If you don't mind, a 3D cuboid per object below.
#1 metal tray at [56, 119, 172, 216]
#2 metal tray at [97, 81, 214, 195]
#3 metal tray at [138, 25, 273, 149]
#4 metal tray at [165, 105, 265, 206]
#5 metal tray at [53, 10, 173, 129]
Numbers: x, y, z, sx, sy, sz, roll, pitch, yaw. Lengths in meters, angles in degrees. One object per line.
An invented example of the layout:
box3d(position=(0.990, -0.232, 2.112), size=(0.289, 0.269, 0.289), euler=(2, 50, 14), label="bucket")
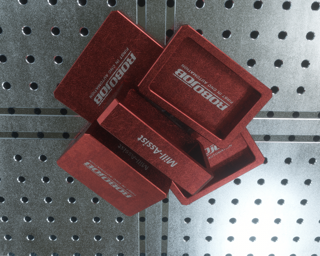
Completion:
box3d(position=(-0.061, 0.058, 0.411), size=(0.130, 0.030, 0.090), euler=(40, 130, -14), label="metal tray")
box3d(position=(-0.003, 0.008, 0.349), size=(0.130, 0.090, 0.030), euler=(39, 105, -14), label="metal tray")
box3d(position=(0.051, -0.046, 0.362), size=(0.130, 0.030, 0.090), euler=(34, 106, -12), label="metal tray")
box3d(position=(0.063, 0.038, 0.424), size=(0.130, 0.030, 0.090), euler=(-32, 107, 10), label="metal tray")
box3d(position=(-0.057, -0.066, 0.385), size=(0.090, 0.030, 0.130), euler=(37, 106, -13), label="metal tray")
